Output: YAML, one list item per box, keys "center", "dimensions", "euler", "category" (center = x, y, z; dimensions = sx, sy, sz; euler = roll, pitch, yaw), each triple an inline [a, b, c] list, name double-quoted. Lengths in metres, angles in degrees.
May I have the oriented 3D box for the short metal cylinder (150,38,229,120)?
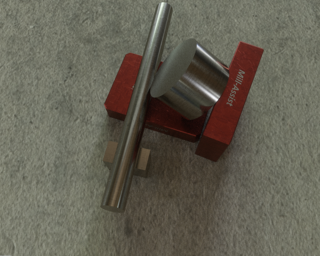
- center: [0.033, -0.056, 0.362]
  dimensions: [0.050, 0.080, 0.080]
  euler: [33, 70, -24]
  category: "short metal cylinder"

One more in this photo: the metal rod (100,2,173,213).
- center: [-0.021, -0.046, 0.385]
  dimensions: [0.025, 0.025, 0.300]
  euler: [10, 61, 3]
  category: "metal rod"

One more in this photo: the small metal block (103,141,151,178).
- center: [-0.038, 0.040, 0.381]
  dimensions: [0.050, 0.050, 0.025]
  euler: [12, 71, 4]
  category: "small metal block"

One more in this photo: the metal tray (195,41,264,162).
- center: [0.085, -0.030, 0.387]
  dimensions: [0.030, 0.090, 0.130]
  euler: [22, 71, 7]
  category: "metal tray"

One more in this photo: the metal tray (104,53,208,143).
- center: [0.002, -0.042, 0.422]
  dimensions: [0.131, 0.030, 0.090]
  euler: [17, 71, 6]
  category: "metal tray"
